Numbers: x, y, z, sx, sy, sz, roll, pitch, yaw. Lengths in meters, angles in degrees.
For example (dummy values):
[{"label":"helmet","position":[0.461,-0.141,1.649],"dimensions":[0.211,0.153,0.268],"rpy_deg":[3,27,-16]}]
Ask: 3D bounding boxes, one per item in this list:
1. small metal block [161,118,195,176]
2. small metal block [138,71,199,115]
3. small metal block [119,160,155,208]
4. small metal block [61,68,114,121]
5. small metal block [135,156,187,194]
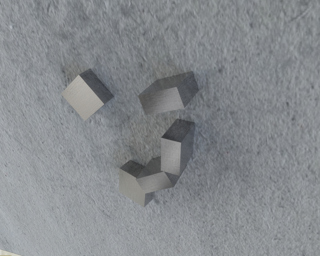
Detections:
[{"label":"small metal block","position":[0.023,0.023,0.392],"dimensions":[0.025,0.050,0.050],"rpy_deg":[13,124,20]},{"label":"small metal block","position":[0.011,-0.041,0.359],"dimensions":[0.050,0.050,0.025],"rpy_deg":[-9,114,31]},{"label":"small metal block","position":[-0.035,0.084,0.470],"dimensions":[0.050,0.025,0.050],"rpy_deg":[25,128,26]},{"label":"small metal block","position":[-0.101,-0.045,0.430],"dimensions":[0.050,0.025,0.050],"rpy_deg":[-34,100,38]},{"label":"small metal block","position":[0.003,0.060,0.425],"dimensions":[0.050,0.050,0.025],"rpy_deg":[-21,108,35]}]
